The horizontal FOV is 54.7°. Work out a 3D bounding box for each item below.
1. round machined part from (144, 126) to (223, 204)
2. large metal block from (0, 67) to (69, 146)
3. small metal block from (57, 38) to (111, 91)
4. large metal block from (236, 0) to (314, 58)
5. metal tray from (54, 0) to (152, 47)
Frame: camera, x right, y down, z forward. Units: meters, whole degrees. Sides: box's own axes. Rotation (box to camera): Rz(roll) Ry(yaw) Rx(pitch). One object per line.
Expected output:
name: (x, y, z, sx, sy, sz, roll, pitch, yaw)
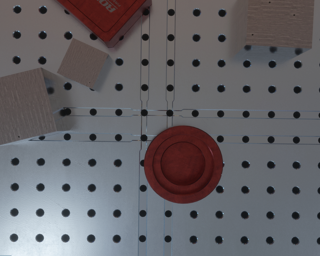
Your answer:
round machined part: (0.029, 0.045, 0.405, 0.099, 0.042, 0.097, 0, 90, 0)
large metal block: (-0.173, -0.025, 0.399, 0.080, 0.050, 0.080, -14, 90, 0)
small metal block: (-0.100, -0.084, 0.412, 0.050, 0.025, 0.050, 25, 90, 0)
large metal block: (0.147, -0.139, 0.402, 0.080, 0.050, 0.080, 3, 90, 0)
metal tray: (-0.087, -0.183, 0.409, 0.130, 0.030, 0.090, 41, 90, 0)
